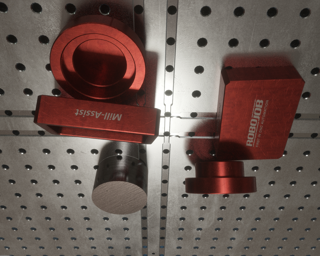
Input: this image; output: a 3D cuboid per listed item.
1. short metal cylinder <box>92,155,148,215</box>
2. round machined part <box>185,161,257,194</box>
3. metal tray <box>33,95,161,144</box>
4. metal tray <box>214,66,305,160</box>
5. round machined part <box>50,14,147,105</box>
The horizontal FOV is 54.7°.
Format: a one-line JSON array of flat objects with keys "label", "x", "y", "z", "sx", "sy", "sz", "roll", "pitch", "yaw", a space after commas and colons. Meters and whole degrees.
[{"label": "short metal cylinder", "x": -0.059, "y": 0.087, "z": 0.468, "sx": 0.081, "sy": 0.050, "sz": 0.079, "roll": 0, "pitch": 130, "yaw": 0}, {"label": "round machined part", "x": 0.085, "y": 0.069, "z": 0.440, "sx": 0.099, "sy": 0.042, "sz": 0.098, "roll": -1, "pitch": 171, "yaw": 0}, {"label": "metal tray", "x": -0.069, "y": -0.006, "z": 0.368, "sx": 0.131, "sy": 0.030, "sz": 0.090, "roll": 6, "pitch": 170, "yaw": -6}, {"label": "metal tray", "x": 0.121, "y": -0.014, "z": 0.399, "sx": 0.091, "sy": 0.030, "sz": 0.129, "roll": -2, "pitch": 130, "yaw": 1}, {"label": "round machined part", "x": -0.064, "y": -0.075, "z": 0.336, "sx": 0.099, "sy": 0.042, "sz": 0.097, "roll": -1, "pitch": 130, "yaw": 0}]
